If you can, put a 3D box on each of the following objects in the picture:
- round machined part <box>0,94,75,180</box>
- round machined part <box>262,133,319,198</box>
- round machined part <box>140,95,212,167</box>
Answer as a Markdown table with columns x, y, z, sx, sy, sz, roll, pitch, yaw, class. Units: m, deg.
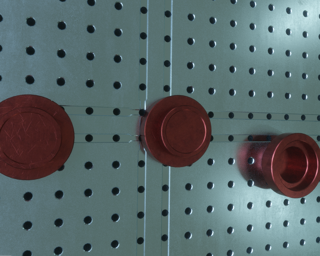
| x | y | z | sx | sy | sz | roll | pitch | yaw | class |
| --- | --- | --- | --- | --- | --- | --- | --- | --- | --- |
| -0.147 | 0.010 | 0.349 | 0.099 | 0.042 | 0.097 | 0 | 90 | -20 | round machined part |
| 0.198 | 0.056 | 0.479 | 0.099 | 0.042 | 0.097 | 0 | 90 | -21 | round machined part |
| 0.026 | 0.004 | 0.414 | 0.099 | 0.042 | 0.097 | 0 | 90 | -21 | round machined part |
